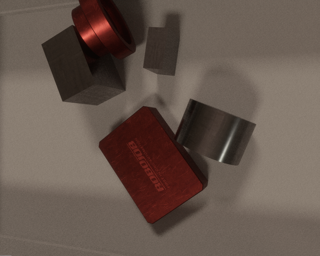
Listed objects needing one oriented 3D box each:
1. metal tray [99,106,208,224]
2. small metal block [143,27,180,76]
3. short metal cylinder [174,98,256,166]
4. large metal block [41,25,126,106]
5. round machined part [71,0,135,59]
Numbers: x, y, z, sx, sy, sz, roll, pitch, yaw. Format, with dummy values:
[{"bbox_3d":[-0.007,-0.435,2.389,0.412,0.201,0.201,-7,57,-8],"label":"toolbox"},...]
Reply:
[{"bbox_3d":[-0.011,0.047,0.411,0.090,0.030,0.130,-38,78,15],"label":"metal tray"},{"bbox_3d":[0.003,-0.096,0.395,0.025,0.050,0.050,9,93,19],"label":"small metal block"},{"bbox_3d":[0.063,0.003,0.359,0.080,0.080,0.050,24,98,18],"label":"short metal cylinder"},{"bbox_3d":[-0.099,-0.079,0.415,0.050,0.080,0.080,-25,82,18],"label":"large metal block"},{"bbox_3d":[-0.074,-0.130,0.396,0.042,0.098,0.098,-27,82,14],"label":"round machined part"}]
